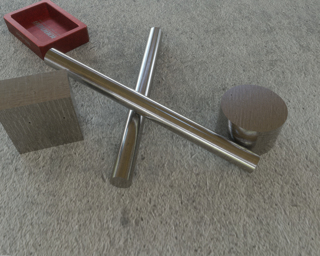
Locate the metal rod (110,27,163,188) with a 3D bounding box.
[{"bbox_3d":[-0.026,-0.052,0.446,0.025,0.025,0.300,6,50,4],"label":"metal rod"}]

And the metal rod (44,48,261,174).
[{"bbox_3d":[-0.017,-0.026,0.394,0.301,0.025,0.025,28,55,10],"label":"metal rod"}]

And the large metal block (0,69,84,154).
[{"bbox_3d":[-0.145,-0.019,0.382,0.081,0.080,0.050,-13,52,-11],"label":"large metal block"}]

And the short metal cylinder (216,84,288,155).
[{"bbox_3d":[0.115,-0.010,0.397,0.081,0.050,0.080,0,50,0],"label":"short metal cylinder"}]

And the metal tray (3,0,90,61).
[{"bbox_3d":[-0.199,-0.175,0.544,0.091,0.030,0.130,-36,59,-27],"label":"metal tray"}]
